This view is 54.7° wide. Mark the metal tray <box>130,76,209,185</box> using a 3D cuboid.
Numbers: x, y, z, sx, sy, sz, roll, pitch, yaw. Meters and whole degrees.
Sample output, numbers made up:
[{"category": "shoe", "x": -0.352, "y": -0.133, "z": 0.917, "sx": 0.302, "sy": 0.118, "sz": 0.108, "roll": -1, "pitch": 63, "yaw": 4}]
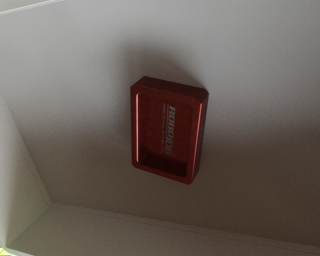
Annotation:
[{"category": "metal tray", "x": 0.009, "y": 0.005, "z": 0.402, "sx": 0.090, "sy": 0.030, "sz": 0.129, "roll": 15, "pitch": 125, "yaw": 19}]
